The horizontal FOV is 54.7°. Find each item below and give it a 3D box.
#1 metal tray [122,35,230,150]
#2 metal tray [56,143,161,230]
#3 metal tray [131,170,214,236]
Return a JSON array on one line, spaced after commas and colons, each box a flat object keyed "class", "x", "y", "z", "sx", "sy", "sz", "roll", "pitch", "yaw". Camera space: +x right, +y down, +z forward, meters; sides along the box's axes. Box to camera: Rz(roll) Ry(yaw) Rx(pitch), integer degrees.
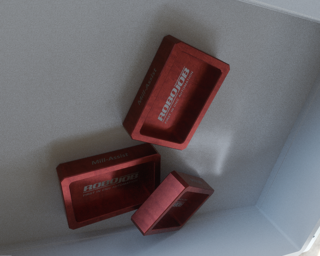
[{"class": "metal tray", "x": 0.020, "y": -0.039, "z": 0.393, "sx": 0.091, "sy": 0.030, "sz": 0.129, "roll": 15, "pitch": 110, "yaw": -35}, {"class": "metal tray", "x": -0.065, "y": 0.077, "z": 0.419, "sx": 0.131, "sy": 0.030, "sz": 0.089, "roll": -13, "pitch": 124, "yaw": -22}, {"class": "metal tray", "x": 0.024, "y": 0.112, "z": 0.458, "sx": 0.090, "sy": 0.030, "sz": 0.130, "roll": -50, "pitch": 152, "yaw": 6}]
